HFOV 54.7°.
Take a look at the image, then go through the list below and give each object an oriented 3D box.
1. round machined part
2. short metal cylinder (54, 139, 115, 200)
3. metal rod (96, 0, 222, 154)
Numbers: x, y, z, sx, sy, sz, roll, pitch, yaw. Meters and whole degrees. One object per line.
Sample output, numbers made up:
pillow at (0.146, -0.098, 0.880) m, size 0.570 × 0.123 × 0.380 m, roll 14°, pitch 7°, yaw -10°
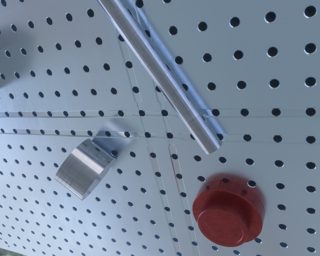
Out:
round machined part at (0.091, 0.125, 0.429) m, size 0.098 × 0.042 × 0.097 m, roll 13°, pitch 124°, yaw 20°
short metal cylinder at (-0.112, 0.063, 0.472) m, size 0.050 × 0.080 × 0.080 m, roll 37°, pitch 129°, yaw 3°
metal rod at (-0.019, -0.093, 0.362) m, size 0.025 × 0.025 × 0.299 m, roll -28°, pitch 104°, yaw 37°
